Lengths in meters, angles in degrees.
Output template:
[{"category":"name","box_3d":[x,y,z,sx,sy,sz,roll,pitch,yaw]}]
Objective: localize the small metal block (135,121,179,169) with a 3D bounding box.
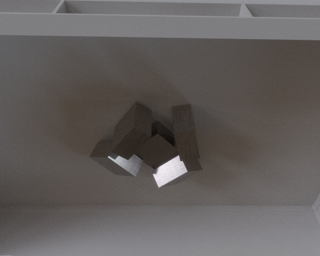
[{"category":"small metal block","box_3d":[-0.005,0.026,0.428,0.050,0.025,0.050,-34,123,25]}]

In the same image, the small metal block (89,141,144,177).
[{"category":"small metal block","box_3d":[-0.060,0.043,0.427,0.050,0.025,0.050,41,152,-30]}]

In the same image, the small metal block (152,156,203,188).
[{"category":"small metal block","box_3d":[0.025,0.061,0.442,0.050,0.025,0.050,-34,160,24]}]

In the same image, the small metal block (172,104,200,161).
[{"category":"small metal block","box_3d":[0.033,0.006,0.395,0.025,0.050,0.050,-9,130,6]}]

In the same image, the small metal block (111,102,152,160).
[{"category":"small metal block","box_3d":[-0.035,0.004,0.392,0.025,0.050,0.050,30,124,-23]}]
